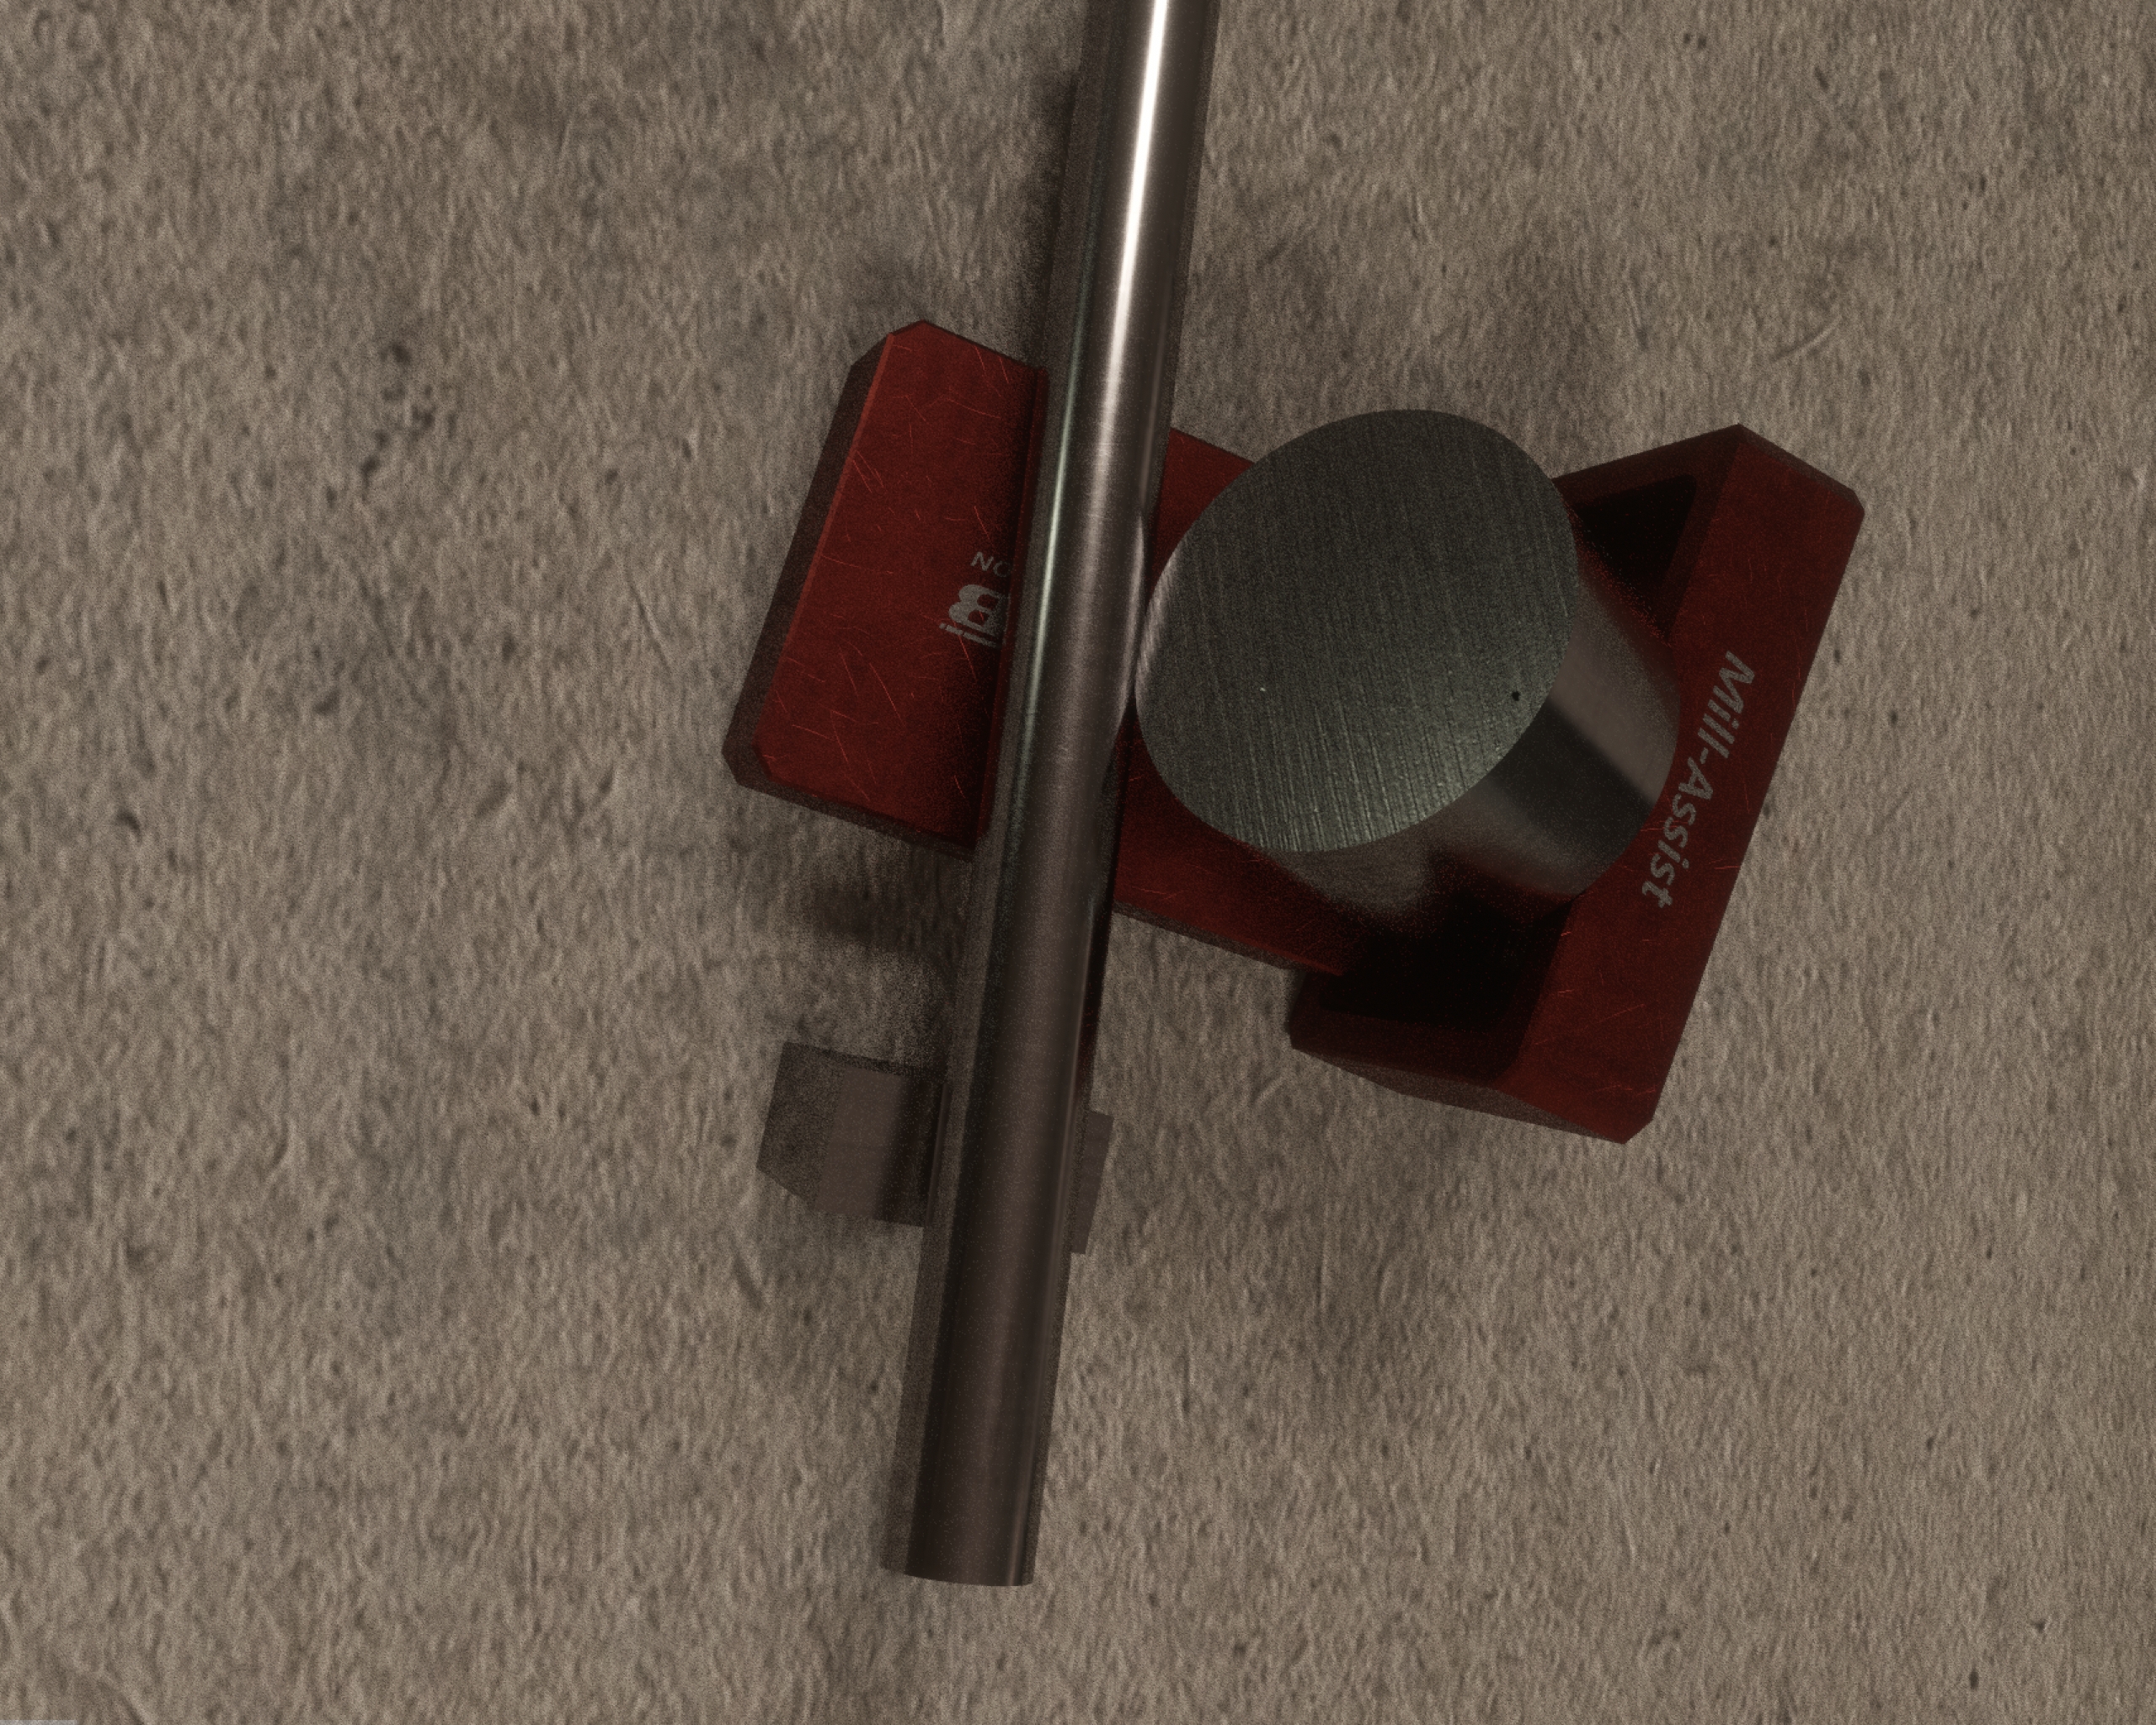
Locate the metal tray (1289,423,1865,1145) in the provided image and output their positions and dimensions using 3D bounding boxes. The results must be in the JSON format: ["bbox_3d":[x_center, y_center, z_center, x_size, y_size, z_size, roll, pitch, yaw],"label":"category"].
[{"bbox_3d":[0.095,-0.015,0.412,0.030,0.090,0.130,24,82,-19],"label":"metal tray"}]

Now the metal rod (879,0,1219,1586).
[{"bbox_3d":[-0.002,-0.030,0.369,0.025,0.025,0.299,12,77,-20],"label":"metal rod"}]

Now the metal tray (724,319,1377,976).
[{"bbox_3d":[0.007,-0.039,0.411,0.131,0.030,0.090,19,83,-20],"label":"metal tray"}]

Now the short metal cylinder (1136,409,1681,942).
[{"bbox_3d":[0.058,-0.031,0.364,0.050,0.080,0.080,32,78,-51],"label":"short metal cylinder"}]

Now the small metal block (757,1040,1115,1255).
[{"bbox_3d":[-0.028,0.052,0.387,0.050,0.050,0.025,13,86,-20],"label":"small metal block"}]
